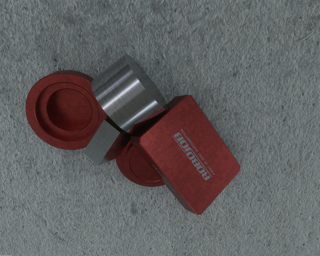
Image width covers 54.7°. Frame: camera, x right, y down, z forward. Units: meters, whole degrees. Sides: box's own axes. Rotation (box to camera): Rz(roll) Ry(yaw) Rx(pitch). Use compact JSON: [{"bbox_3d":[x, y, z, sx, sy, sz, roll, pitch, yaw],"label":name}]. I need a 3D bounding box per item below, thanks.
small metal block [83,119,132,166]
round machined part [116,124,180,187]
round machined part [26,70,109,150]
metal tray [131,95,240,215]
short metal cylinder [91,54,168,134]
[{"bbox_3d":[-0.060,0.015,0.383,0.025,0.050,0.050,39,107,12],"label":"small metal block"},{"bbox_3d":[-0.011,0.037,0.415,0.099,0.042,0.097,0,110,-1],"label":"round machined part"},{"bbox_3d":[-0.112,-0.025,0.391,0.099,0.042,0.097,0,110,-1],"label":"round machined part"},{"bbox_3d":[0.036,0.034,0.398,0.090,0.030,0.130,-43,108,-19],"label":"metal tray"},{"bbox_3d":[-0.035,-0.040,0.367,0.050,0.080,0.080,-36,107,12],"label":"short metal cylinder"}]
